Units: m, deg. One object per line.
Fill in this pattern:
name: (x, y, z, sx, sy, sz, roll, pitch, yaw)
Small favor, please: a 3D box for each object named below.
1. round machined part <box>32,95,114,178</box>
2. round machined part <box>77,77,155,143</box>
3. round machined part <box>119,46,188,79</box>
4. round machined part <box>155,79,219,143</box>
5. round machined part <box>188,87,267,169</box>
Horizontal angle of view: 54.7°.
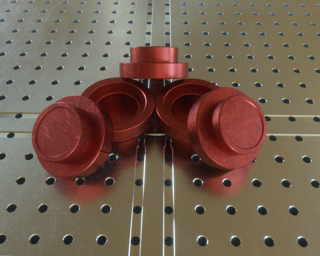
round machined part: (-0.107, 0.008, 0.358, 0.098, 0.042, 0.098, -5, 76, 21)
round machined part: (-0.056, -0.019, 0.411, 0.099, 0.042, 0.098, 0, 50, 0)
round machined part: (-0.009, -0.094, 0.442, 0.099, 0.042, 0.098, 0, 12, 0)
round machined part: (0.043, -0.018, 0.412, 0.099, 0.042, 0.098, 0, 50, 0)
round machined part: (0.085, -0.001, 0.364, 0.099, 0.042, 0.097, 5, 79, -25)
